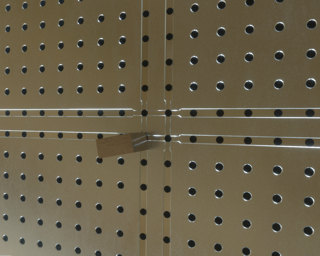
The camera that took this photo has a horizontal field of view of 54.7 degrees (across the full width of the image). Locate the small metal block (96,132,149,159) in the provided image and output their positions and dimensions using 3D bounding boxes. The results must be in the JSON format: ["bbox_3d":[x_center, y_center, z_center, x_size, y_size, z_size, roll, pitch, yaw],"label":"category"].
[{"bbox_3d":[-0.050,0.023,0.416,0.050,0.050,0.025,-11,87,19],"label":"small metal block"}]
